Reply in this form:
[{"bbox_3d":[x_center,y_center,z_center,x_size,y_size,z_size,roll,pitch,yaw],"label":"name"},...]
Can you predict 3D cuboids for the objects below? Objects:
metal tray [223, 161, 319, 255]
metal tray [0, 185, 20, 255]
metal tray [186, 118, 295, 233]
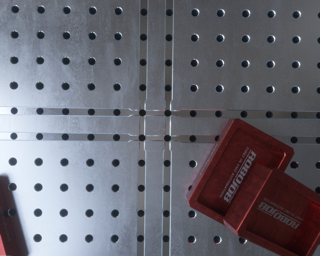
[{"bbox_3d":[0.154,0.109,0.389,0.131,0.030,0.090,30,89,-23],"label":"metal tray"},{"bbox_3d":[-0.248,0.138,0.407,0.091,0.030,0.129,-15,90,-1],"label":"metal tray"},{"bbox_3d":[0.105,0.063,0.412,0.090,0.030,0.130,29,90,-1],"label":"metal tray"}]
